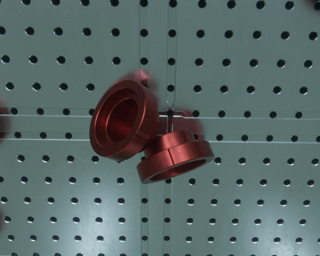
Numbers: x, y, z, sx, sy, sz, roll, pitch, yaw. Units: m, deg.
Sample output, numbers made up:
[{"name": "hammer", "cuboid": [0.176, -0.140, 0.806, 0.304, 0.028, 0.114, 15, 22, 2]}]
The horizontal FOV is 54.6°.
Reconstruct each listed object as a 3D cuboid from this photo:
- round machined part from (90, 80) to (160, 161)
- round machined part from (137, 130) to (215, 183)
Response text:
[{"name": "round machined part", "cuboid": [-0.039, -0.006, 0.380, 0.042, 0.098, 0.098, 27, 111, -43]}, {"name": "round machined part", "cuboid": [0.016, 0.035, 0.398, 0.098, 0.098, 0.042, -22, 73, 8]}]
